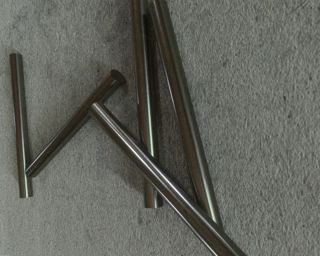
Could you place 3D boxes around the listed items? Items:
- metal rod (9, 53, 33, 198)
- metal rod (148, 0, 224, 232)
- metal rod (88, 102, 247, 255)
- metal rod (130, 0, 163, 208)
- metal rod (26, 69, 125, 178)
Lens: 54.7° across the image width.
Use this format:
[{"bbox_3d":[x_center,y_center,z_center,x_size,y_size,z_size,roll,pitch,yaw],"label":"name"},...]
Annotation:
[{"bbox_3d":[-0.289,-0.007,0.643,0.025,0.025,0.298,-11,83,39],"label":"metal rod"},{"bbox_3d":[0.030,-0.018,0.380,0.025,0.025,0.299,-21,77,38],"label":"metal rod"},{"bbox_3d":[0.001,0.062,0.370,0.300,0.025,0.025,44,116,31],"label":"metal rod"},{"bbox_3d":[-0.020,-0.044,0.421,0.025,0.025,0.298,-7,85,40],"label":"metal rod"},{"bbox_3d":[-0.158,0.006,0.535,0.299,0.025,0.025,-40,66,32],"label":"metal rod"}]
